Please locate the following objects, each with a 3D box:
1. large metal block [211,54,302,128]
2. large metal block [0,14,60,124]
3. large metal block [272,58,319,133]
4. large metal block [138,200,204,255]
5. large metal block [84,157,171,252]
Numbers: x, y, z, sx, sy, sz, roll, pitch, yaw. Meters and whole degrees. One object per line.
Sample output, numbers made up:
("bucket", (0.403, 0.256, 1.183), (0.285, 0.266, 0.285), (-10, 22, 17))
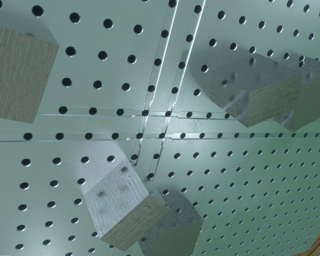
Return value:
("large metal block", (0.125, -0.053, 0.413), (0.081, 0.080, 0.050), (-21, 127, -16))
("large metal block", (-0.147, -0.057, 0.280), (0.081, 0.050, 0.079), (13, 112, -34))
("large metal block", (0.223, -0.052, 0.487), (0.080, 0.050, 0.080), (-26, 128, -13))
("large metal block", (0.016, 0.172, 0.513), (0.081, 0.050, 0.079), (-3, 120, -28))
("large metal block", (-0.046, 0.100, 0.414), (0.080, 0.080, 0.050), (-42, 130, 0))
